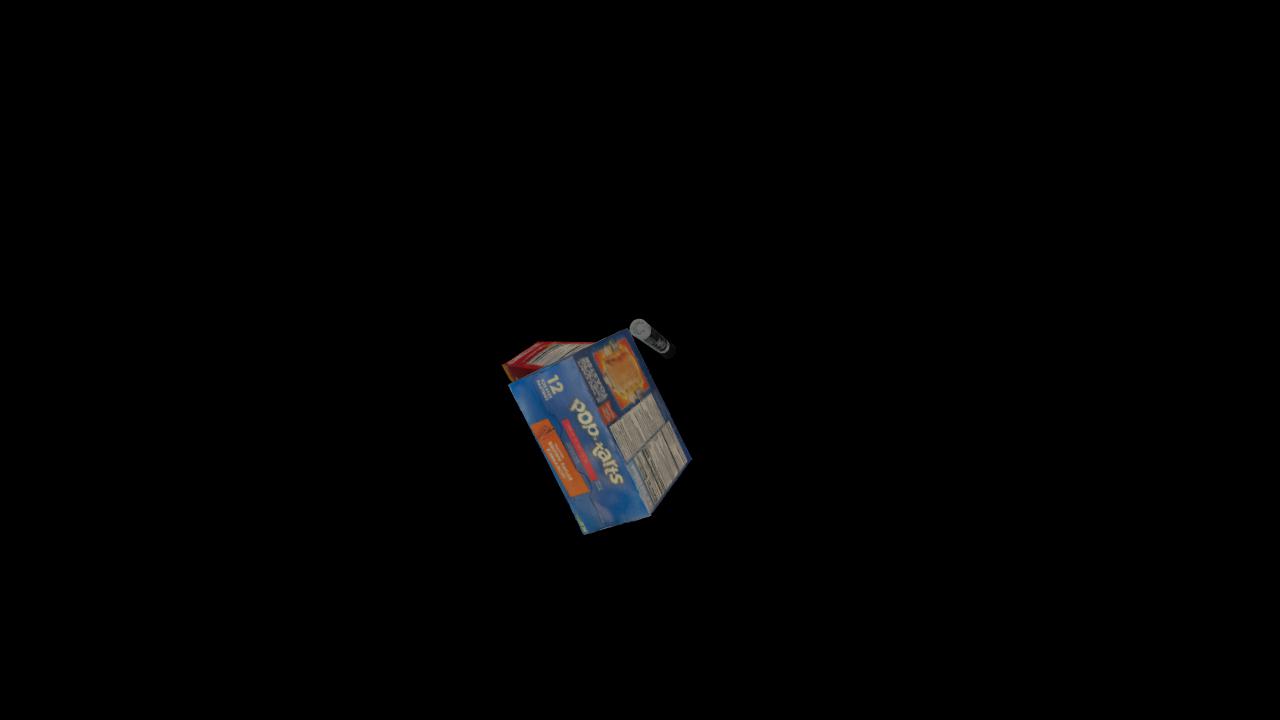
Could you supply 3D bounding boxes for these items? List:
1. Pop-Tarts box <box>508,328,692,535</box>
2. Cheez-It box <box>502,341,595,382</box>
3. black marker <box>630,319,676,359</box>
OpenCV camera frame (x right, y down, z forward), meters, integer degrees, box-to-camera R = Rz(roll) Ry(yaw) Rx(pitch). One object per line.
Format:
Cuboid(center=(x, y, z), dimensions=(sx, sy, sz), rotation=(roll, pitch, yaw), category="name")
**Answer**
Cuboid(center=(-0.034, 0.068, 0.637), dimensions=(0.083, 0.167, 0.141), rotation=(-25, 4, 24), category="Pop-Tarts box")
Cuboid(center=(-0.065, 0.061, 0.760), dimensions=(0.071, 0.166, 0.223), rotation=(-37, 23, -28), category="Cheez-It box")
Cuboid(center=(0.016, -0.021, 0.658), dimensions=(0.020, 0.020, 0.121), rotation=(0, -10, 17), category="black marker")
